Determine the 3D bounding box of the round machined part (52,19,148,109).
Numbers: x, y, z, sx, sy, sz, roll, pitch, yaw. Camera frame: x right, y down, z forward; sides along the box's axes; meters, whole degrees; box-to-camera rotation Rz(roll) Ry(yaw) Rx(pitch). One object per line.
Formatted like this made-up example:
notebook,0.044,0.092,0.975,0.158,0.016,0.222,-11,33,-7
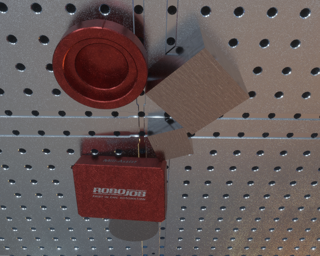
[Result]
round machined part,-0.062,-0.072,0.339,0.099,0.042,0.097,-1,130,0

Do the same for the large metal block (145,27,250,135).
large metal block,0.041,-0.051,0.353,0.080,0.050,0.080,-35,122,26

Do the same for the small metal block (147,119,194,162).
small metal block,0.015,0.015,0.425,0.050,0.025,0.050,-14,129,11

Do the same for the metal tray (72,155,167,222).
metal tray,-0.056,0.089,0.455,0.131,0.030,0.089,2,111,7

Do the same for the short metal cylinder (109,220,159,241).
short metal cylinder,-0.043,0.147,0.520,0.081,0.050,0.079,0,131,0
